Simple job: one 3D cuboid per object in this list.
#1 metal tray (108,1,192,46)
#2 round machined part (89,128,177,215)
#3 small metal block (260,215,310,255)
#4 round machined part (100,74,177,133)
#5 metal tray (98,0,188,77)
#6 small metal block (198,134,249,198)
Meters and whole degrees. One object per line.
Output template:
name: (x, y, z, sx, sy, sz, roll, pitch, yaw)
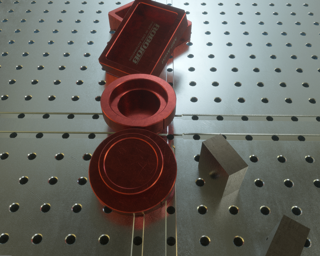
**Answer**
metal tray: (-0.019, -0.186, 0.560, 0.091, 0.030, 0.130, -36, 59, -27)
round machined part: (-0.030, 0.044, 0.343, 0.099, 0.042, 0.098, 0, 65, 1)
small metal block: (0.113, 0.118, 0.292, 0.025, 0.050, 0.050, 28, 55, 21)
round machined part: (-0.028, -0.025, 0.418, 0.099, 0.042, 0.098, 0, 50, 0)
metal tray: (-0.025, -0.135, 0.485, 0.090, 0.030, 0.130, 24, 78, 19)
small metal block: (0.070, 0.044, 0.355, 0.025, 0.050, 0.050, -23, 54, -18)
